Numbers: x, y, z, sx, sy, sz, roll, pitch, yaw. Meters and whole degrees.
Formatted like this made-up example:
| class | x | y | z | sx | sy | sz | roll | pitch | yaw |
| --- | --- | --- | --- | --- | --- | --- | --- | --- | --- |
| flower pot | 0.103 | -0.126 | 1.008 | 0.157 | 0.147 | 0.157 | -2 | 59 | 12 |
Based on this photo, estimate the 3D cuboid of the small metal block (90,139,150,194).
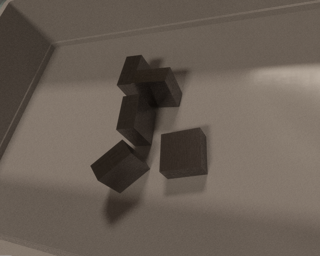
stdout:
| class | x | y | z | sx | sy | sz | roll | pitch | yaw |
| --- | --- | --- | --- | --- | --- | --- | --- | --- | --- |
| small metal block | -0.048 | 0.049 | 0.384 | 0.050 | 0.050 | 0.025 | -40 | 51 | 1 |

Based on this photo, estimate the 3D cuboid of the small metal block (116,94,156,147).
| class | x | y | z | sx | sy | sz | roll | pitch | yaw |
| --- | --- | --- | --- | --- | --- | --- | --- | --- | --- |
| small metal block | -0.030 | -0.009 | 0.410 | 0.025 | 0.050 | 0.050 | -7 | 59 | 25 |

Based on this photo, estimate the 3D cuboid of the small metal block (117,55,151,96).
| class | x | y | z | sx | sy | sz | roll | pitch | yaw |
| --- | --- | --- | --- | --- | --- | --- | --- | --- | --- |
| small metal block | -0.032 | -0.069 | 0.447 | 0.025 | 0.050 | 0.050 | 0 | 62 | 29 |

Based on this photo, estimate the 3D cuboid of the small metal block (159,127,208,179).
| class | x | y | z | sx | sy | sz | roll | pitch | yaw |
| --- | --- | --- | --- | --- | --- | --- | --- | --- | --- |
| small metal block | 0.028 | 0.031 | 0.371 | 0.050 | 0.025 | 0.050 | -11 | 57 | 22 |

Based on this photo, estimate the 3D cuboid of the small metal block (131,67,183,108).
| class | x | y | z | sx | sy | sz | roll | pitch | yaw |
| --- | --- | --- | --- | --- | --- | --- | --- | --- | --- |
| small metal block | -0.003 | -0.054 | 0.421 | 0.050 | 0.050 | 0.025 | 0 | 52 | 27 |
